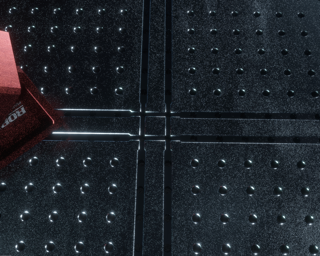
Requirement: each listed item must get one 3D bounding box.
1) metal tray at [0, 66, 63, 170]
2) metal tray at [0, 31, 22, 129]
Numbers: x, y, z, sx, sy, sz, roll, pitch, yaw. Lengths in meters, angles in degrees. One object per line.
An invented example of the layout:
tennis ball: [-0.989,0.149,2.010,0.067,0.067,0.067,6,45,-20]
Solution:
metal tray: [-0.198,-0.003,0.375,0.130,0.090,0.030,-38,40,-13]
metal tray: [-0.212,-0.044,0.373,0.030,0.129,0.090,2,59,-45]
